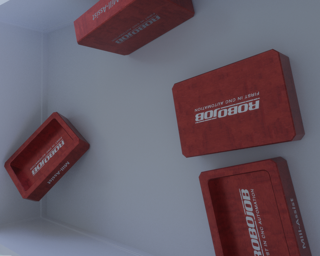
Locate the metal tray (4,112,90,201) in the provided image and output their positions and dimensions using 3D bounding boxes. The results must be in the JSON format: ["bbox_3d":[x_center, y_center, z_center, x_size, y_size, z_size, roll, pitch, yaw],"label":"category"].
[{"bbox_3d":[-0.193,0.047,0.526,0.130,0.030,0.090,-47,58,-2],"label":"metal tray"}]

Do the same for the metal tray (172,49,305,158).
[{"bbox_3d":[0.078,-0.021,0.339,0.130,0.030,0.090,-14,81,39],"label":"metal tray"}]

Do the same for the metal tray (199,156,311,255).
[{"bbox_3d":[0.098,0.102,0.322,0.090,0.030,0.129,-19,78,38],"label":"metal tray"}]

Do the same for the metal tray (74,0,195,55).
[{"bbox_3d":[-0.034,-0.138,0.392,0.130,0.091,0.030,-19,78,38],"label":"metal tray"}]
